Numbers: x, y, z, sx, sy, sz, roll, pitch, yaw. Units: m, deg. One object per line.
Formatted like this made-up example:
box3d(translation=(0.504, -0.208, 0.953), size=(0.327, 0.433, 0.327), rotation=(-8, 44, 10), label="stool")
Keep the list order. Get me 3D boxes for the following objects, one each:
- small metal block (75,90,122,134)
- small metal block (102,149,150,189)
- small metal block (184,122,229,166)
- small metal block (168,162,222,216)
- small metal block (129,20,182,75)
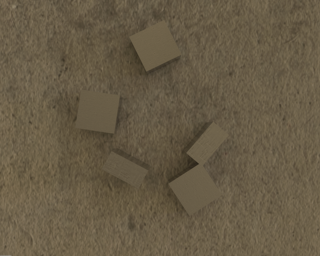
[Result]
box3d(translation=(-0.080, -0.021, 0.409), size=(0.050, 0.025, 0.050), rotation=(9, 90, -1), label="small metal block")
box3d(translation=(-0.042, 0.050, 0.397), size=(0.050, 0.050, 0.025), rotation=(28, 90, -1), label="small metal block")
box3d(translation=(0.057, 0.019, 0.398), size=(0.025, 0.050, 0.050), rotation=(41, 90, 0), label="small metal block")
box3d(translation=(0.045, 0.079, 0.411), size=(0.050, 0.025, 0.050), rotation=(-33, 91, 0), label="small metal block")
box3d(translation=(-0.006, -0.106, 0.410), size=(0.050, 0.025, 0.050), rotation=(-26, 90, -1), label="small metal block")
